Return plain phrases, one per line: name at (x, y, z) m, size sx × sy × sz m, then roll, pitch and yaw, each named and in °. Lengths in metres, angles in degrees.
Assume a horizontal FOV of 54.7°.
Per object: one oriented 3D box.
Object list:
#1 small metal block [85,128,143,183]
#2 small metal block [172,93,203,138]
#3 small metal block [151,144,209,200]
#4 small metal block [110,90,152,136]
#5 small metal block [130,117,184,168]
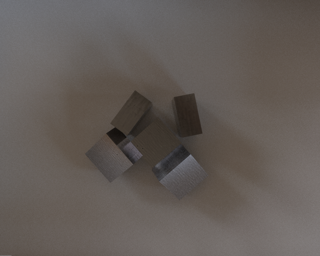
small metal block at (-0.060, 0.034, 0.398) m, size 0.050 × 0.025 × 0.050 m, roll 49°, pitch 123°, yaw -1°
small metal block at (0.033, -0.015, 0.397) m, size 0.025 × 0.050 × 0.050 m, roll -11°, pitch 90°, yaw -1°
small metal block at (0.026, 0.057, 0.397) m, size 0.050 × 0.025 × 0.050 m, roll -41°, pitch 127°, yaw -1°
small metal block at (-0.035, -0.018, 0.396) m, size 0.025 × 0.050 × 0.050 m, roll 37°, pitch 90°, yaw 0°
small metal block at (-0.004, 0.021, 0.409) m, size 0.050 × 0.025 × 0.050 m, roll -42°, pitch 91°, yaw 0°
